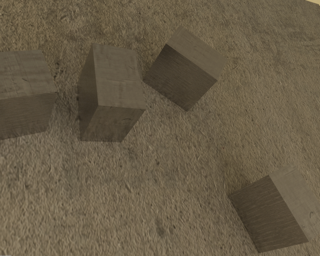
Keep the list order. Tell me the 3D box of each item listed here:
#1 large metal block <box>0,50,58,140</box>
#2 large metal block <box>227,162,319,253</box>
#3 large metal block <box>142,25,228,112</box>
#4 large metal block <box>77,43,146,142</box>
[{"bbox_3d":[-0.155,-0.028,0.302,0.081,0.080,0.050,-14,69,-34],"label":"large metal block"},{"bbox_3d":[0.144,0.100,0.385,0.050,0.080,0.080,-16,70,-34],"label":"large metal block"},{"bbox_3d":[0.034,-0.081,0.436,0.080,0.080,0.050,34,51,-6],"label":"large metal block"},{"bbox_3d":[-0.060,-0.037,0.358,0.050,0.080,0.080,3,60,-27],"label":"large metal block"}]
